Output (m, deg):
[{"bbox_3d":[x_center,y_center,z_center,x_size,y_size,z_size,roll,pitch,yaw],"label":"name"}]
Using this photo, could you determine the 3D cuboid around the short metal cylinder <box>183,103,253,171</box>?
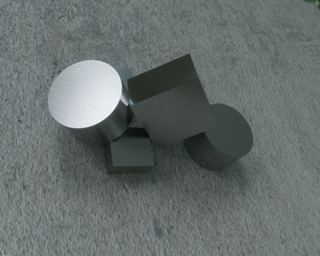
[{"bbox_3d":[0.079,0.013,0.426,0.081,0.050,0.080,14,56,-21],"label":"short metal cylinder"}]

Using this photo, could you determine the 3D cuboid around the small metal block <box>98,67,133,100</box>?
[{"bbox_3d":[-0.060,-0.052,0.405,0.050,0.025,0.050,-1,62,-29],"label":"small metal block"}]

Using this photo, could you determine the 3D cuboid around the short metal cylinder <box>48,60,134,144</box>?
[{"bbox_3d":[-0.074,-0.028,0.344,0.080,0.050,0.080,-3,68,9],"label":"short metal cylinder"}]

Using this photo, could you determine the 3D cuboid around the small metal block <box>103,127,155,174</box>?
[{"bbox_3d":[-0.039,0.027,0.369,0.050,0.025,0.050,3,61,-27],"label":"small metal block"}]

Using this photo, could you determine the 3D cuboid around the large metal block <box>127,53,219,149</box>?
[{"bbox_3d":[0.016,-0.030,0.375,0.050,0.080,0.080,-100,164,-45],"label":"large metal block"}]
